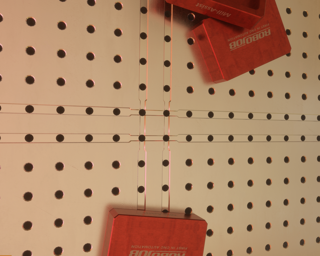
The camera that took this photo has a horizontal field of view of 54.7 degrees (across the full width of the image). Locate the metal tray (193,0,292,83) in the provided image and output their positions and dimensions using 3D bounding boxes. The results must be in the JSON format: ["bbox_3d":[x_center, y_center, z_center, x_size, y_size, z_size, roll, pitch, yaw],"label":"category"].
[{"bbox_3d":[0.124,-0.131,0.457,0.131,0.030,0.090,-26,99,-19],"label":"metal tray"}]

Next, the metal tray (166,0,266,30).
[{"bbox_3d":[0.078,-0.196,0.418,0.131,0.030,0.090,14,73,-10],"label":"metal tray"}]

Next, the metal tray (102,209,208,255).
[{"bbox_3d":[-0.007,0.159,0.409,0.131,0.030,0.089,10,87,-20],"label":"metal tray"}]
